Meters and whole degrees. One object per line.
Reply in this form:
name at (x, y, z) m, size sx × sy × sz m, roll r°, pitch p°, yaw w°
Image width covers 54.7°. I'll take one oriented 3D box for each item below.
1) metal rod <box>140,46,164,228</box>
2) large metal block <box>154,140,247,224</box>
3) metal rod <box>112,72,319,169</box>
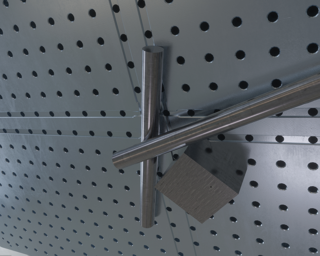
metal rod at (-0.015, 0.033, 0.439) m, size 0.025 × 0.025 × 0.298 m, roll 16°, pitch 125°, yaw 19°
large metal block at (0.053, 0.067, 0.409) m, size 0.080 × 0.050 × 0.080 m, roll 37°, pitch 129°, yaw 3°
metal rod at (0.063, -0.004, 0.356) m, size 0.300 × 0.025 × 0.025 m, roll -22°, pitch 107°, yaw 30°
